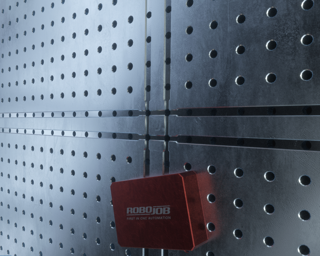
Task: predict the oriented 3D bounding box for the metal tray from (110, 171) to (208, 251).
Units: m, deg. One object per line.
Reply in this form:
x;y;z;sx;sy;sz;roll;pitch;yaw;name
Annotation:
-0.007;0.109;0.410;0.130;0.030;0.090;-15;81;38;metal tray
